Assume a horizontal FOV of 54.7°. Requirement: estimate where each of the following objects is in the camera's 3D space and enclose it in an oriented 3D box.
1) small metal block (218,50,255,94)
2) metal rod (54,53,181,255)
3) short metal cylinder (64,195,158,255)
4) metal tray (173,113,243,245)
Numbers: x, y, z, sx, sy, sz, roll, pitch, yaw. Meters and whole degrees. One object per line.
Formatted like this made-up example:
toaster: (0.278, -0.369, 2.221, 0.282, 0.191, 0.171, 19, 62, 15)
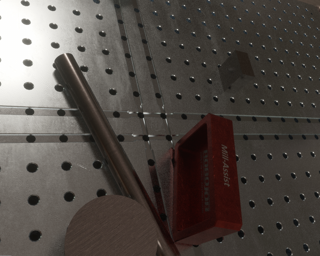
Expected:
small metal block: (0.127, -0.093, 0.520, 0.025, 0.050, 0.050, 7, 59, -25)
metal rod: (-0.050, 0.038, 0.359, 0.025, 0.025, 0.299, -20, 72, -36)
short metal cylinder: (-0.047, 0.108, 0.292, 0.081, 0.050, 0.080, 6, 65, -14)
metal tray: (0.050, 0.059, 0.358, 0.030, 0.090, 0.130, 16, 55, -20)
